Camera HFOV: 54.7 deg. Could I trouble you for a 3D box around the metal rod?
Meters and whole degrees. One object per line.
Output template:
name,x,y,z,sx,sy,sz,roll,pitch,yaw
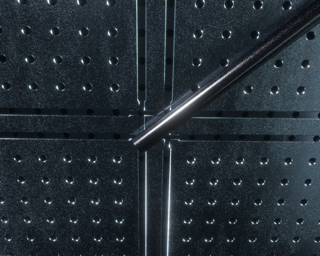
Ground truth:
metal rod,0.088,-0.064,0.391,0.300,0.025,0.025,-37,106,12
